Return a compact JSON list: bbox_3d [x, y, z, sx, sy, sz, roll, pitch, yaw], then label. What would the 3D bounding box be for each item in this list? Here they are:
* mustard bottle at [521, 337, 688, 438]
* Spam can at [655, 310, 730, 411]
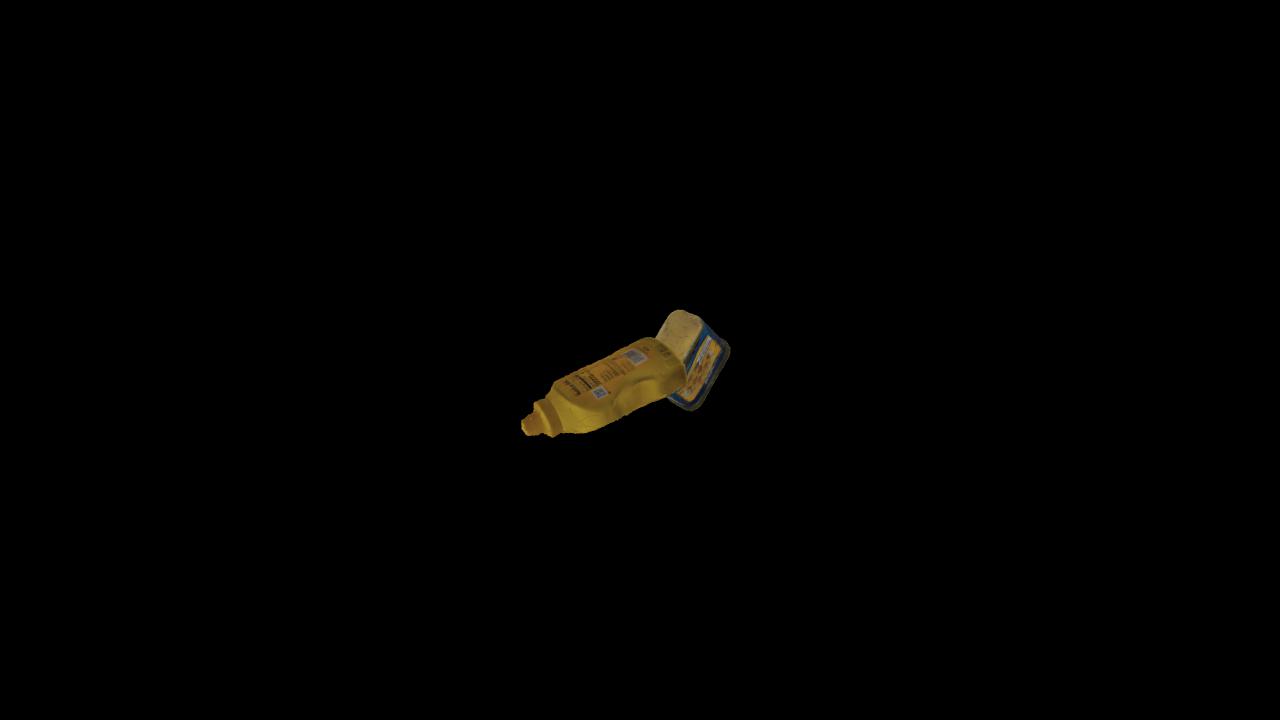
[{"bbox_3d":[-0.046,0.036,0.675,0.184,0.054,0.092,-26,41,-23],"label":"mustard bottle"},{"bbox_3d":[0.054,0.001,0.742,0.058,0.101,0.085,27,-5,35],"label":"Spam can"}]
